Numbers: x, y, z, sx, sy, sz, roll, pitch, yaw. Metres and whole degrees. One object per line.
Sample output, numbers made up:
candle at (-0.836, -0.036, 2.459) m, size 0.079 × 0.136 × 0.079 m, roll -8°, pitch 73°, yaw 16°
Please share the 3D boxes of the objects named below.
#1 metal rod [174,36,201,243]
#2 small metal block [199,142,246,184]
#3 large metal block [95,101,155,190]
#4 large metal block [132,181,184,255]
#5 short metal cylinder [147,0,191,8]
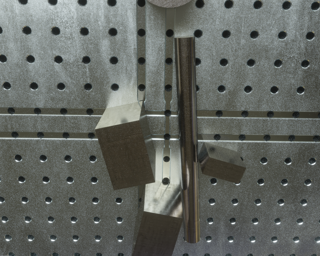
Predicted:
metal rod at (0.040, 0.030, 0.424) m, size 0.025 × 0.025 × 0.298 m, roll -4°, pitch 110°, yaw 1°
small metal block at (0.082, 0.046, 0.418) m, size 0.050 × 0.050 × 0.025 m, roll 17°, pitch 109°, yaw -7°
large metal block at (-0.039, 0.019, 0.391) m, size 0.050 × 0.080 × 0.079 m, roll -12°, pitch 110°, yaw 4°
large metal block at (-0.005, 0.129, 0.432) m, size 0.050 × 0.080 × 0.079 m, roll 12°, pitch 110°, yaw -5°
short metal cylinder at (0.009, -0.173, 0.336) m, size 0.081 × 0.050 × 0.079 m, roll 0°, pitch 110°, yaw -1°
